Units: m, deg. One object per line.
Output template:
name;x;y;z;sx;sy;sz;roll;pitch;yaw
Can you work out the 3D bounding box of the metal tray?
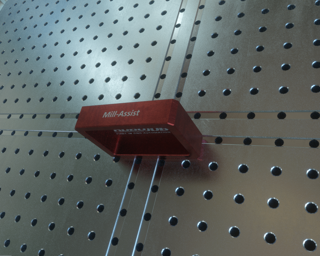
metal tray;-0.024;0.005;0.376;0.130;0.090;0.030;-2;61;27
